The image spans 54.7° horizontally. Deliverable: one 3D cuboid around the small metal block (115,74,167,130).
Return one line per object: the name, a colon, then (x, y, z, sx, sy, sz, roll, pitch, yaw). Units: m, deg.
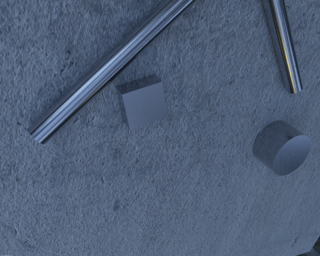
small metal block: (-0.022, -0.032, 0.377, 0.050, 0.025, 0.050, -21, 127, -17)

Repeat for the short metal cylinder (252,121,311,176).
short metal cylinder: (0.207, 0.034, 0.528, 0.081, 0.050, 0.079, -14, 125, -21)

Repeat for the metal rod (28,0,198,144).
metal rod: (-0.025, -0.094, 0.336, 0.300, 0.025, 0.025, -43, 130, 1)

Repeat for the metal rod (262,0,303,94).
metal rod: (0.144, -0.157, 0.390, 0.025, 0.025, 0.300, -38, 130, -3)
